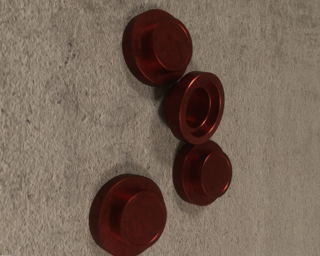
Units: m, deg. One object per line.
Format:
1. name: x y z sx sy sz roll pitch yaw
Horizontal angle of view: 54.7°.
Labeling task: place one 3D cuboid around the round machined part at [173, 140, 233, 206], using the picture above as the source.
1. round machined part: 0.069 0.066 0.454 0.099 0.042 0.097 0 90 -40

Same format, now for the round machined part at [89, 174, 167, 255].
1. round machined part: -0.031 0.106 0.370 0.099 0.042 0.097 0 90 -40

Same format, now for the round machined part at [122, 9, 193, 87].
1. round machined part: 0.004 -0.104 0.399 0.099 0.042 0.097 0 90 -40

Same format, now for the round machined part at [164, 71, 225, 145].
1. round machined part: 0.043 -0.029 0.422 0.099 0.042 0.097 -18 116 -43
